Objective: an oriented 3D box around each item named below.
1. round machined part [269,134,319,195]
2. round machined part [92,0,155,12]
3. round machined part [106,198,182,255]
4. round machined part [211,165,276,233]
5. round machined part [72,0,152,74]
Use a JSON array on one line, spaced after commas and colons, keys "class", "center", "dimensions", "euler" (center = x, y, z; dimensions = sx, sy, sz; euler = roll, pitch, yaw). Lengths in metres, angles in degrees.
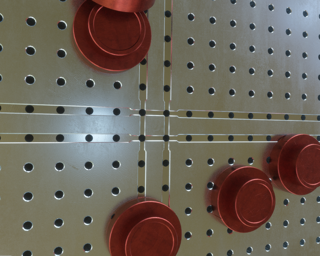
[{"class": "round machined part", "center": [0.227, 0.058, 0.490], "dimensions": [0.099, 0.042, 0.097], "euler": [0, 90, -20]}, {"class": "round machined part", "center": [-0.047, -0.183, 0.361], "dimensions": [0.099, 0.042, 0.098], "euler": [11, 50, -14]}, {"class": "round machined part", "center": [-0.016, 0.143, 0.399], "dimensions": [0.099, 0.042, 0.097], "euler": [0, 90, -20]}, {"class": "round machined part", "center": [0.128, 0.105, 0.453], "dimensions": [0.099, 0.042, 0.097], "euler": [0, 90, -20]}, {"class": "round machined part", "center": [-0.057, -0.119, 0.383], "dimensions": [0.099, 0.042, 0.097], "euler": [0, 90, -20]}]
